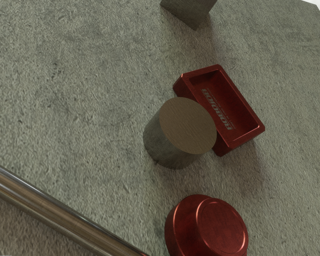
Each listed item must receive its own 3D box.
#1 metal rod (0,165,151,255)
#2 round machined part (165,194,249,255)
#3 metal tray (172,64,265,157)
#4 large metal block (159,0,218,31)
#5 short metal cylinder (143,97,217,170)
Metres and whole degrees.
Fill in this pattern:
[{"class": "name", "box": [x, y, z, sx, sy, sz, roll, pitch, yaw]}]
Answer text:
[{"class": "metal rod", "box": [-0.056, 0.113, 0.305, 0.301, 0.025, 0.025, 34, 51, -7]}, {"class": "round machined part", "box": [0.058, 0.117, 0.343, 0.099, 0.042, 0.098, 21, 43, -20]}, {"class": "metal tray", "box": [0.090, -0.031, 0.469, 0.091, 0.030, 0.130, -22, 74, -36]}, {"class": "large metal block", "box": [0.058, -0.237, 0.566, 0.080, 0.050, 0.080, 35, 51, -5]}, {"class": "short metal cylinder", "box": [0.025, 0.007, 0.399, 0.081, 0.050, 0.080, 14, 56, -21]}]
